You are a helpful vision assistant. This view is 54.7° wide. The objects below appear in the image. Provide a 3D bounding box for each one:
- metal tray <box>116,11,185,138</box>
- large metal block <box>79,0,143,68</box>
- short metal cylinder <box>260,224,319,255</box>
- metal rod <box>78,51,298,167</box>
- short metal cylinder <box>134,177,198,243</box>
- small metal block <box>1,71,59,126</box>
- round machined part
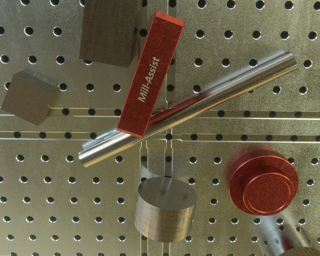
[{"bbox_3d":[-0.012,-0.064,0.354,0.030,0.090,0.129,19,109,-7],"label":"metal tray"},{"bbox_3d":[-0.050,-0.117,0.340,0.050,0.080,0.079,10,110,-4],"label":"large metal block"},{"bbox_3d":[0.202,0.196,0.474,0.081,0.050,0.079,0,110,0],"label":"short metal cylinder"},{"bbox_3d":[0.029,-0.020,0.405,0.301,0.025,0.025,-25,108,8],"label":"metal rod"},{"bbox_3d":[0.007,0.109,0.424,0.081,0.080,0.050,7,110,-3],"label":"short metal cylinder"},{"bbox_3d":[-0.166,-0.038,0.398,0.050,0.025,0.050,27,108,-10],"label":"small metal block"},{"bbox_3d":[0.146,0.083,0.436,0.099,0.042,0.097,0,110,0],"label":"round machined part"}]
